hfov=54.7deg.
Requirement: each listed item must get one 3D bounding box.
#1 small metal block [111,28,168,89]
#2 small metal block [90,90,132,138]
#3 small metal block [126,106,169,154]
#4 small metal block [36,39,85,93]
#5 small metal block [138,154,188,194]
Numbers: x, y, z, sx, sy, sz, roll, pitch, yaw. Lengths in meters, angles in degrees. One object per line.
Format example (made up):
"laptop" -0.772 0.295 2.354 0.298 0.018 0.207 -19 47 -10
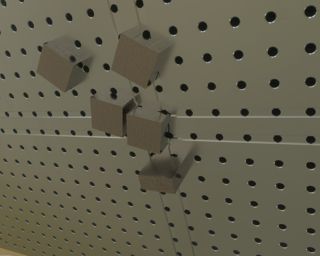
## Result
"small metal block" -0.026 -0.083 0.372 0.050 0.025 0.050 30 128 8
"small metal block" -0.068 -0.020 0.433 0.050 0.025 0.050 16 125 18
"small metal block" -0.017 0.003 0.420 0.050 0.025 0.050 15 125 19
"small metal block" -0.138 -0.086 0.429 0.050 0.025 0.050 36 129 3
"small metal block" 0.005 0.063 0.430 0.050 0.050 0.025 3 120 26
